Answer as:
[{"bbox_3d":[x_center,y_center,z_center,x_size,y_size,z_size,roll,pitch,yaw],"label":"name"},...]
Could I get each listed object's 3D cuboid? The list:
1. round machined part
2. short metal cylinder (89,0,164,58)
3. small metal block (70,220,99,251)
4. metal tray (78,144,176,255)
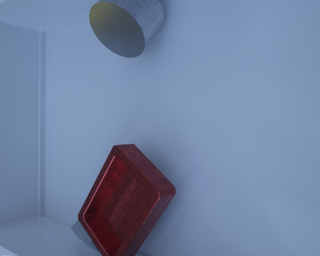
[{"bbox_3d":[-0.034,0.086,0.422,0.098,0.042,0.097,0,90,39],"label":"round machined part"},{"bbox_3d":[-0.042,-0.137,0.395,0.080,0.080,0.050,4,51,39],"label":"short metal cylinder"},{"bbox_3d":[-0.095,0.147,0.464,0.050,0.050,0.025,13,137,39],"label":"small metal block"},{"bbox_3d":[-0.046,0.096,0.384,0.090,0.030,0.129,43,116,31],"label":"metal tray"}]
